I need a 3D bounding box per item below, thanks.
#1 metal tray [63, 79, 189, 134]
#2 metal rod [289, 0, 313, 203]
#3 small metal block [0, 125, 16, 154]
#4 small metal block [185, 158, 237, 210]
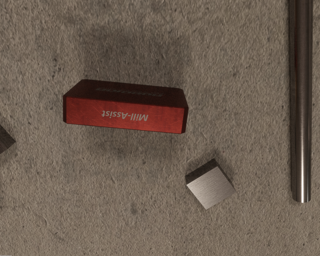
[{"bbox_3d":[-0.036,-0.028,0.364,0.131,0.090,0.030,5,110,-3],"label":"metal tray"},{"bbox_3d":[0.182,-0.037,0.398,0.025,0.025,0.298,-9,110,3],"label":"metal rod"},{"bbox_3d":[-0.234,0.017,0.413,0.050,0.025,0.050,-32,107,10],"label":"small metal block"},{"bbox_3d":[0.071,0.079,0.440,0.050,0.025,0.050,-34,107,11],"label":"small metal block"}]
